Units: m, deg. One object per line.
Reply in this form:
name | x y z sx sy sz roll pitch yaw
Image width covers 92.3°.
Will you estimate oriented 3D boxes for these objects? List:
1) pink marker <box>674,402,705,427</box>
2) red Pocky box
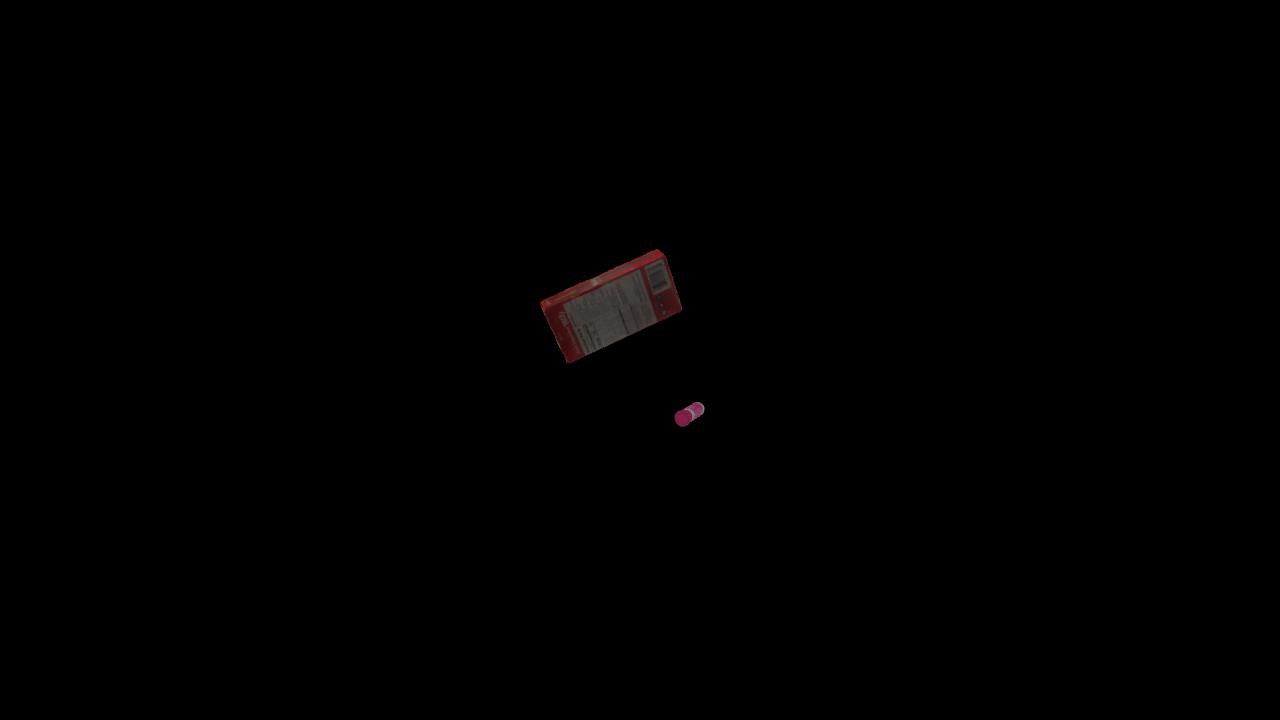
pink marker | 0.061 0.065 0.747 0.020 0.020 0.121 0 1 14
red Pocky box | -0.032 -0.063 0.725 0.155 0.083 0.028 -25 37 -6
